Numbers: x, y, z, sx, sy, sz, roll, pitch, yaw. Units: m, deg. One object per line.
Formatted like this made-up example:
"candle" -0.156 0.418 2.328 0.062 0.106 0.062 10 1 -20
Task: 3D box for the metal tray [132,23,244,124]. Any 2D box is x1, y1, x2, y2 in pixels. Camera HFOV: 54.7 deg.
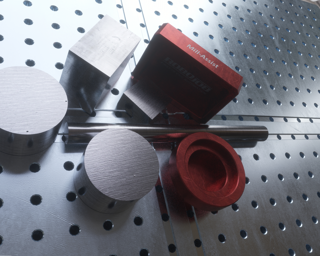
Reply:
"metal tray" 0.036 -0.070 0.428 0.130 0.090 0.030 35 51 -6

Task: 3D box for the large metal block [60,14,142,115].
"large metal block" -0.075 -0.077 0.379 0.050 0.080 0.080 34 51 -7

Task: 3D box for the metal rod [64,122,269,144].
"metal rod" 0.028 0.007 0.418 0.303 0.025 0.025 1 62 -28

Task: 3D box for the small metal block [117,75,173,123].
"small metal block" -0.020 -0.036 0.419 0.050 0.025 0.050 43 51 1

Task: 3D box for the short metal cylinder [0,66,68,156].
"short metal cylinder" -0.143 -0.018 0.325 0.081 0.050 0.080 14 56 -21

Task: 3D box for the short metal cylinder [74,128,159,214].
"short metal cylinder" -0.048 0.047 0.337 0.081 0.050 0.080 14 56 -21

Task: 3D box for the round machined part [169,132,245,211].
"round machined part" 0.055 0.057 0.392 0.099 0.042 0.098 14 56 -21
